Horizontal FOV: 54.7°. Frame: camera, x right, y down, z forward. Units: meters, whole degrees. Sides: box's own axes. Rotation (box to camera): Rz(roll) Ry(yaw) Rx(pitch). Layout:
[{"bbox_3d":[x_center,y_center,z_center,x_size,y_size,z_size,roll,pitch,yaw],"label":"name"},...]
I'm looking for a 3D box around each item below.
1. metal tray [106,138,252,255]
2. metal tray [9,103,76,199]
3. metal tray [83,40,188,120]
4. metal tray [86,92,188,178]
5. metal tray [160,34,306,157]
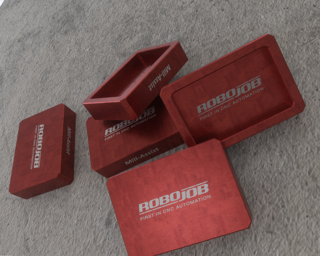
[{"bbox_3d":[0.018,0.074,0.323,0.130,0.030,0.090,-22,79,14],"label":"metal tray"},{"bbox_3d":[-0.176,0.033,0.473,0.090,0.030,0.130,-20,54,16],"label":"metal tray"},{"bbox_3d":[-0.032,-0.064,0.418,0.090,0.030,0.130,2,44,45],"label":"metal tray"},{"bbox_3d":[-0.034,0.001,0.418,0.130,0.030,0.090,-26,53,12],"label":"metal tray"},{"bbox_3d":[0.077,-0.032,0.340,0.130,0.090,0.030,-27,9,8],"label":"metal tray"}]
